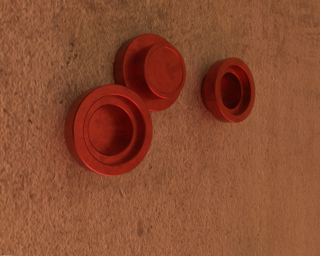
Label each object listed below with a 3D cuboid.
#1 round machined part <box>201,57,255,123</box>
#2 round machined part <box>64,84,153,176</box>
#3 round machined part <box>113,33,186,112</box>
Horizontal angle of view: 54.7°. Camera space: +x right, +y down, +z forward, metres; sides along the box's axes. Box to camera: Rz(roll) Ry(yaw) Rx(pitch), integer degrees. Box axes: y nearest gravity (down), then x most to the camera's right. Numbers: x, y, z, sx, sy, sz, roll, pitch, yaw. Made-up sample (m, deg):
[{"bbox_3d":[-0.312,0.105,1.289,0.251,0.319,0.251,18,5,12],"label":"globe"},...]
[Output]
[{"bbox_3d":[0.101,-0.057,0.478,0.099,0.042,0.097,0,90,-40],"label":"round machined part"},{"bbox_3d":[-0.059,0.002,0.344,0.099,0.042,0.097,0,90,-40],"label":"round machined part"},{"bbox_3d":[-0.006,-0.069,0.389,0.099,0.042,0.097,0,90,-40],"label":"round machined part"}]
